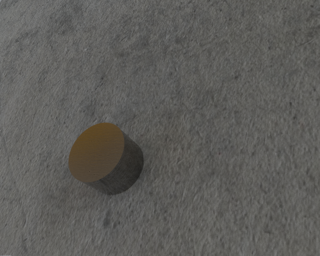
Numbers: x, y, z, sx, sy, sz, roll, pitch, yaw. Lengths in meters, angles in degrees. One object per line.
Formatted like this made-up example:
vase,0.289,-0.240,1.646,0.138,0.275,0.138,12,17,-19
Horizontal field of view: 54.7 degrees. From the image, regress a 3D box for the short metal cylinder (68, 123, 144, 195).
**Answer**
short metal cylinder,-0.068,0.040,0.398,0.080,0.050,0.080,-13,56,20
